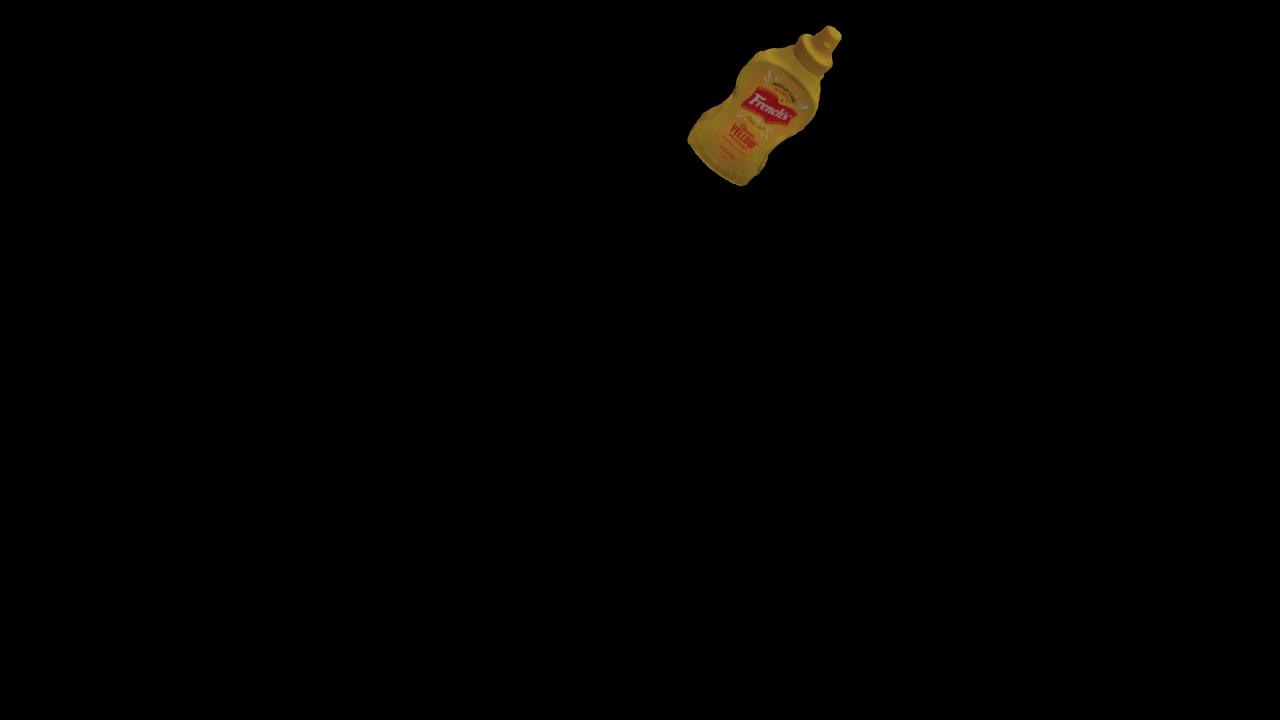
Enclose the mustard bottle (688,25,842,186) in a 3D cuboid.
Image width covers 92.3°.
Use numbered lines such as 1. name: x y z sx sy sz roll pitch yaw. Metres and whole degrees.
1. mustard bottle: 0.137 -0.273 0.650 0.092 0.054 0.184 40 -42 -11
